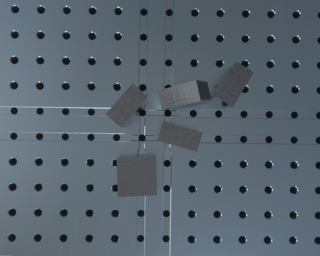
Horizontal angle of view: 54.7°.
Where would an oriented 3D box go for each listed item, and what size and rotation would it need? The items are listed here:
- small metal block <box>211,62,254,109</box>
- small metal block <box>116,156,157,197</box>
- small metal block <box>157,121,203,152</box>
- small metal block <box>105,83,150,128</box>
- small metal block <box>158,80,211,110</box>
[{"bbox_3d":[0.091,-0.053,0.402,0.025,0.050,0.050,32,90,-1],"label":"small metal block"},{"bbox_3d":[-0.030,0.063,0.413,0.050,0.025,0.050,-2,90,-1],"label":"small metal block"},{"bbox_3d":[0.024,0.010,0.401,0.050,0.050,0.025,16,90,-1],"label":"small metal block"},{"bbox_3d":[-0.040,-0.027,0.400,0.025,0.050,0.050,41,90,-1],"label":"small metal block"},{"bbox_3d":[0.032,-0.041,0.393,0.050,0.050,0.025,-12,90,24],"label":"small metal block"}]
